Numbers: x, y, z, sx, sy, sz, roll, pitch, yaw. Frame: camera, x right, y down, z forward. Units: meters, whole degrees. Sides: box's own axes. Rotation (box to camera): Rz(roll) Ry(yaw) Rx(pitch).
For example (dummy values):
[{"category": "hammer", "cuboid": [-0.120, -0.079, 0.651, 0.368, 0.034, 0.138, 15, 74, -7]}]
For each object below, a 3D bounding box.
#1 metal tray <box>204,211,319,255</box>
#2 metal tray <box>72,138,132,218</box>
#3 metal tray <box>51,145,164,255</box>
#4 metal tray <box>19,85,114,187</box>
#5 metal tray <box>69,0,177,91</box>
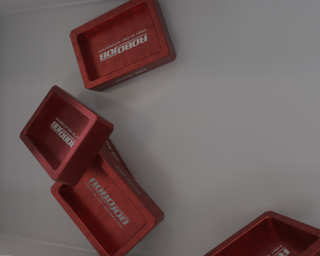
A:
[{"category": "metal tray", "cuboid": [0.097, 0.138, 0.307, 0.131, 0.090, 0.030, -27, 101, -20]}, {"category": "metal tray", "cuboid": [-0.104, 0.054, 0.444, 0.090, 0.030, 0.130, -36, 79, 16]}, {"category": "metal tray", "cuboid": [-0.070, 0.096, 0.399, 0.130, 0.030, 0.090, 46, 104, 14]}, {"category": "metal tray", "cuboid": [-0.127, 0.005, 0.405, 0.130, 0.030, 0.090, 32, 87, 43]}, {"category": "metal tray", "cuboid": [-0.053, -0.114, 0.426, 0.130, 0.030, 0.090, -19, 84, 18]}]
